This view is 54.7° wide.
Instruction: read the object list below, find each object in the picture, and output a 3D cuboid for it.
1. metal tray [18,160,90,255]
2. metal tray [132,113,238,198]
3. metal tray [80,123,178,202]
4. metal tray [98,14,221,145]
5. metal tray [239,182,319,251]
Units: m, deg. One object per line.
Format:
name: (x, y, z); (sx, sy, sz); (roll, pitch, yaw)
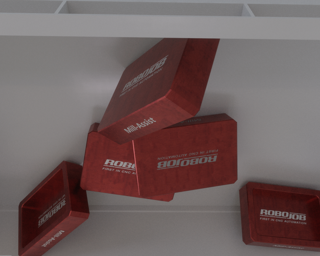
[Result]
metal tray: (-0.160, 0.120, 0.456); (0.130, 0.090, 0.030); (-41, 137, 23)
metal tray: (0.032, 0.035, 0.400); (0.131, 0.030, 0.089); (-7, 109, -8)
metal tray: (-0.038, 0.049, 0.429); (0.131, 0.030, 0.089); (10, 111, -9)
metal tray: (-0.006, -0.040, 0.299); (0.030, 0.090, 0.130); (33, 150, -25)
metal tray: (0.193, 0.138, 0.481); (0.131, 0.090, 0.030); (8, 149, -7)
